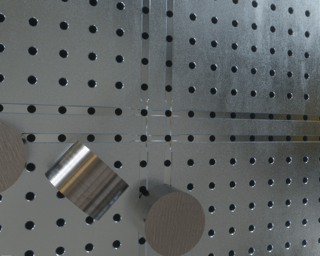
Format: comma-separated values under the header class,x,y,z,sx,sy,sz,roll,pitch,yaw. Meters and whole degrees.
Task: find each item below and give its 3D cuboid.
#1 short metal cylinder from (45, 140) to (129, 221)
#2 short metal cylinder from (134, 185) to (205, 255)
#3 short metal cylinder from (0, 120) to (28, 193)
class,x,y,z,sx,sy,sz,roll,pitch,yaw
short metal cylinder,-0.082,0.059,0.353,0.080,0.080,0.050,45,76,-15
short metal cylinder,0.011,0.118,0.404,0.081,0.050,0.079,0,90,-20
short metal cylinder,-0.185,0.029,0.331,0.081,0.050,0.079,0,90,-20
